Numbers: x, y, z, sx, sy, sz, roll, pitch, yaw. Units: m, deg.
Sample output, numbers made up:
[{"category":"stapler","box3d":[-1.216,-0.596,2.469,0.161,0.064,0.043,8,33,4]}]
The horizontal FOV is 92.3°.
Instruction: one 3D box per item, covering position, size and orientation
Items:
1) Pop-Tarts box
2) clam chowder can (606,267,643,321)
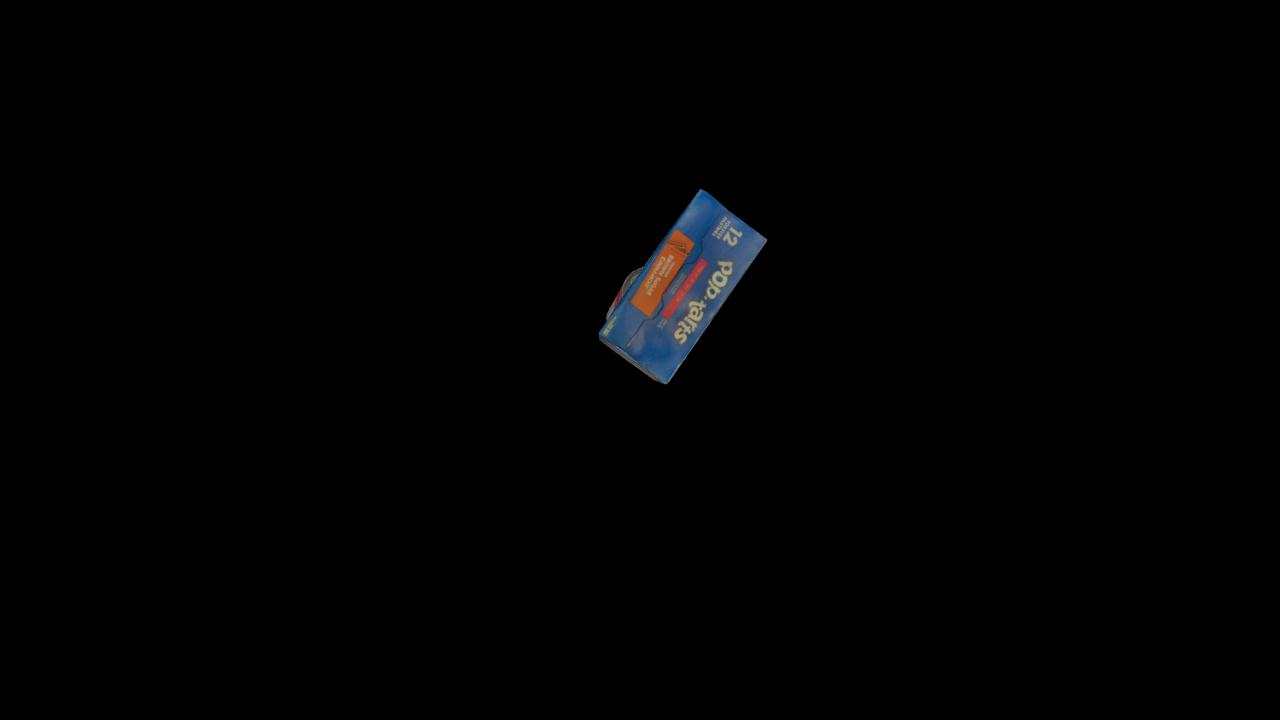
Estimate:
[{"category":"Pop-Tarts box","box3d":[0.035,-0.067,0.631,0.083,0.167,0.141,35,-2,-3]},{"category":"clam chowder can","box3d":[0.001,-0.057,0.709,0.068,0.068,0.102,0,-14,-14]}]
